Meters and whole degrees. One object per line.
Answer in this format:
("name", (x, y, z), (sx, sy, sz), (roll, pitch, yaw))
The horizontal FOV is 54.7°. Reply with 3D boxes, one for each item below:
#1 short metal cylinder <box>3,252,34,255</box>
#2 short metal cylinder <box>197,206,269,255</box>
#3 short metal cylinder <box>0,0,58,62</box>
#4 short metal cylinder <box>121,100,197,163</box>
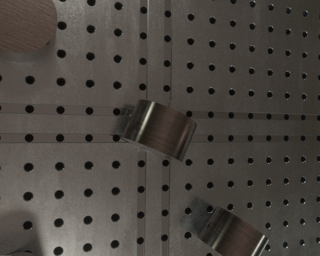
("short metal cylinder", (-0.167, 0.174, 0.322), (0.081, 0.080, 0.050), (-14, 95, -20))
("short metal cylinder", (0.098, 0.151, 0.422), (0.080, 0.080, 0.050), (39, 78, -16))
("short metal cylinder", (-0.157, -0.117, 0.342), (0.081, 0.050, 0.079), (0, 90, -21))
("short metal cylinder", (-0.001, 0.005, 0.384), (0.080, 0.080, 0.050), (25, 82, -19))
